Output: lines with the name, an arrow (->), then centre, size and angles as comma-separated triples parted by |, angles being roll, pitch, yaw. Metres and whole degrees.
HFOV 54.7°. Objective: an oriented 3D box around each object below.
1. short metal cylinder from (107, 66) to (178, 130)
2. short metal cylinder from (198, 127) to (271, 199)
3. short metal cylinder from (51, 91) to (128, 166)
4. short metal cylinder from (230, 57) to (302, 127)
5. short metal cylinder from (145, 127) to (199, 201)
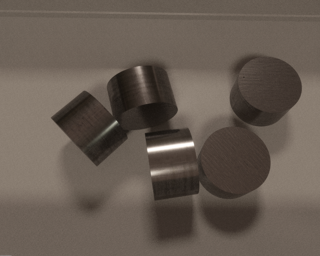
short metal cylinder -> -0.023, -0.036, 0.393 | 0.081, 0.080, 0.050 | -13, 71, -5
short metal cylinder -> 0.088, 0.044, 0.381 | 0.081, 0.050, 0.080 | 0, 70, 0
short metal cylinder -> -0.086, 0.001, 0.379 | 0.080, 0.080, 0.050 | 43, 76, 14
short metal cylinder -> 0.139, -0.048, 0.416 | 0.081, 0.050, 0.080 | 0, 70, 0
short metal cylinder -> 0.013, 0.042, 0.365 | 0.050, 0.080, 0.080 | -8, 70, -3
